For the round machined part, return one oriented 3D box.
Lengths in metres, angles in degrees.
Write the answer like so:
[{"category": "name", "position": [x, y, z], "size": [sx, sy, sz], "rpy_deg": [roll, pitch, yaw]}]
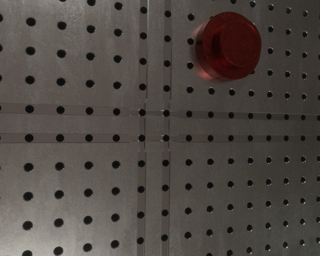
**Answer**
[{"category": "round machined part", "position": [0.105, -0.118, 0.444], "size": [0.099, 0.042, 0.097], "rpy_deg": [0, 90, -20]}]
